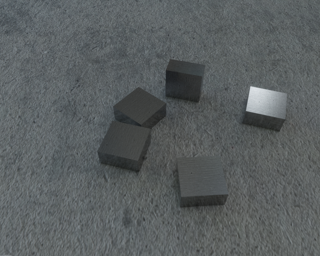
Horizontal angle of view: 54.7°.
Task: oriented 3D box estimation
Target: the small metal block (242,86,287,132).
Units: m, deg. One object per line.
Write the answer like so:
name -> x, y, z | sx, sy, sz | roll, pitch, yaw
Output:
small metal block -> 0.144, -0.027, 0.427 | 0.050, 0.025, 0.050 | 13, 51, 11

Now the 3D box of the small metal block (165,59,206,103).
small metal block -> 0.035, -0.067, 0.443 | 0.050, 0.050, 0.025 | 12, 51, 9

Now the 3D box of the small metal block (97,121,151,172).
small metal block -> -0.043, 0.022, 0.384 | 0.050, 0.025, 0.050 | 12, 51, 10

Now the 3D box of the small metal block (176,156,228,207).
small metal block -> 0.046, 0.060, 0.353 | 0.050, 0.025, 0.050 | -3, 50, -3

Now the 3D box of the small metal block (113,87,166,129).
small metal block -> -0.027, -0.023, 0.422 | 0.050, 0.025, 0.050 | 33, 57, 24
